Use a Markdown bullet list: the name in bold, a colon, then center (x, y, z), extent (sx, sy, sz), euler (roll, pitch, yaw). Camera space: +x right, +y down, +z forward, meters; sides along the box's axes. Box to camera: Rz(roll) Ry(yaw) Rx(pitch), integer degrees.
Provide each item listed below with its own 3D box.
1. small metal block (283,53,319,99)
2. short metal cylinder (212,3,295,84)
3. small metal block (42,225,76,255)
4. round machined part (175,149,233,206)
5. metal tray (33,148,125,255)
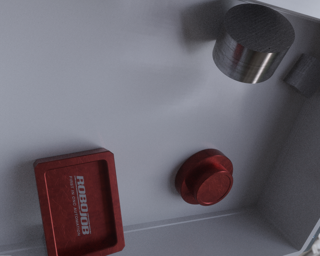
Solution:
- **small metal block**: center (0.231, -0.081, 0.488), extent (0.050, 0.025, 0.050), euler (24, 105, -37)
- **short metal cylinder**: center (0.107, -0.099, 0.363), extent (0.081, 0.080, 0.050), euler (-19, 153, -18)
- **small metal block**: center (-0.128, 0.155, 0.420), extent (0.050, 0.050, 0.025), euler (6, 115, -32)
- **round machined part**: center (0.077, 0.085, 0.495), extent (0.099, 0.042, 0.097), euler (-14, 125, -21)
- **metal tray**: center (-0.097, 0.096, 0.379), extent (0.091, 0.030, 0.129), euler (-9, 98, -24)
